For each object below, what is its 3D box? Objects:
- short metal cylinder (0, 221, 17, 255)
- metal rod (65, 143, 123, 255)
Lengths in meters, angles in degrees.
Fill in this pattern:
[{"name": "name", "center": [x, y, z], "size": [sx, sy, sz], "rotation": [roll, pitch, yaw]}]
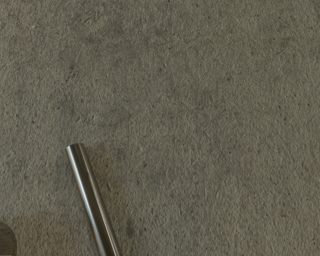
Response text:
[{"name": "short metal cylinder", "center": [-0.209, 0.141, 0.342], "size": [0.081, 0.050, 0.080], "rotation": [0, 70, 0]}, {"name": "metal rod", "center": [-0.052, 0.155, 0.351], "size": [0.025, 0.025, 0.299], "rotation": [-21, 72, -8]}]
